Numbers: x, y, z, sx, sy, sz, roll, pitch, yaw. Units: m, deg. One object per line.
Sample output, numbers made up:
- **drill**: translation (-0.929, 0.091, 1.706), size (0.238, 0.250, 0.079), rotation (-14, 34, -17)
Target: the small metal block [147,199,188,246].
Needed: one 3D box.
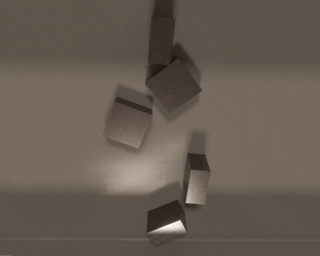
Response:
- **small metal block**: translation (0.010, 0.136, 0.448), size (0.050, 0.050, 0.025), rotation (-24, 109, 8)

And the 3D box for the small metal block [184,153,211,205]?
- **small metal block**: translation (0.049, 0.068, 0.424), size (0.025, 0.050, 0.050), rotation (6, 110, -2)

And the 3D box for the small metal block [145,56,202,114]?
- **small metal block**: translation (0.017, -0.054, 0.392), size (0.050, 0.025, 0.050), rotation (-36, 107, 12)

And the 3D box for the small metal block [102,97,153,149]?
- **small metal block**: translation (-0.042, -0.007, 0.408), size (0.050, 0.025, 0.050), rotation (20, 109, -8)

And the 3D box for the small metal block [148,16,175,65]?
- **small metal block**: translation (0.001, -0.103, 0.360), size (0.025, 0.050, 0.050), rotation (5, 110, -2)
